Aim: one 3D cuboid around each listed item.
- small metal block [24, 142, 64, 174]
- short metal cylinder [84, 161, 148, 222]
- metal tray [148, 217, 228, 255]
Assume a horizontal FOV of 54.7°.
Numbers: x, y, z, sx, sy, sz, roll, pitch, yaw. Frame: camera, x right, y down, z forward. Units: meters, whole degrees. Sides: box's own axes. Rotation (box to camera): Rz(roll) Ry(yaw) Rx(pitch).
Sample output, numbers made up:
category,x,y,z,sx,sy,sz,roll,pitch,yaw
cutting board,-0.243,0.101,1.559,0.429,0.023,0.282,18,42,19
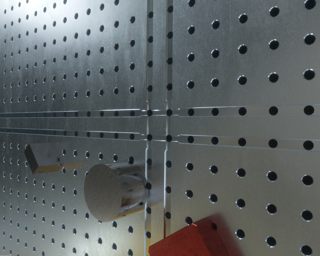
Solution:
category,x,y,z,sx,sy,sz,roll,pitch,yaw
small metal block,-0.213,0.055,0.569,0.025,0.050,0.050,-48,62,29
short metal cylinder,-0.064,0.089,0.446,0.080,0.050,0.080,0,90,39
metal tray,0.048,0.185,0.367,0.090,0.030,0.130,-41,66,32
